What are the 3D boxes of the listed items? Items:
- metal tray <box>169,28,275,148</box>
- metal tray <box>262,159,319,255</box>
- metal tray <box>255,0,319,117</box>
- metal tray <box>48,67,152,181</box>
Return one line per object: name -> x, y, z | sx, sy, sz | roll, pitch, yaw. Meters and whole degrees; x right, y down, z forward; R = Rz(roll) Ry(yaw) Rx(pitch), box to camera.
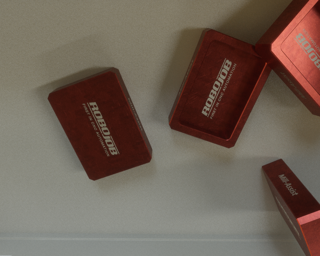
metal tray -> 0.074, -0.048, 0.391 | 0.091, 0.030, 0.129 | 19, 109, -7
metal tray -> 0.177, 0.107, 0.396 | 0.030, 0.130, 0.090 | -24, 109, 9
metal tray -> 0.184, -0.083, 0.358 | 0.130, 0.030, 0.090 | 39, 91, -22
metal tray -> -0.074, -0.003, 0.407 | 0.090, 0.030, 0.129 | -19, 109, 7
